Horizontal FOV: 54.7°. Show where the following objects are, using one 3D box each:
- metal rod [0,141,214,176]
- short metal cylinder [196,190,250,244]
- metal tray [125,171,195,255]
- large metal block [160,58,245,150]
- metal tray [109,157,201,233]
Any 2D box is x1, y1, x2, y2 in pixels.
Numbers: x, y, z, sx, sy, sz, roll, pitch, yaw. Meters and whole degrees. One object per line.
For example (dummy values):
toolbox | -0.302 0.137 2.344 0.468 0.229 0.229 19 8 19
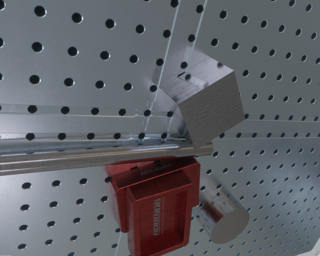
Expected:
metal rod | -0.061 0.035 0.399 0.303 0.025 0.025 -3 120 -27
short metal cylinder | 0.112 0.159 0.555 0.081 0.050 0.079 -14 124 -21
metal tray | -0.001 0.131 0.449 0.091 0.030 0.129 -13 124 -22
large metal block | 0.057 -0.032 0.407 0.080 0.050 0.080 -32 129 -8
metal tray | -0.004 0.096 0.465 0.131 0.030 0.089 -15 125 -20
